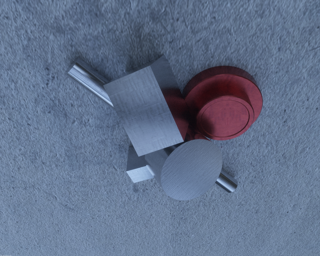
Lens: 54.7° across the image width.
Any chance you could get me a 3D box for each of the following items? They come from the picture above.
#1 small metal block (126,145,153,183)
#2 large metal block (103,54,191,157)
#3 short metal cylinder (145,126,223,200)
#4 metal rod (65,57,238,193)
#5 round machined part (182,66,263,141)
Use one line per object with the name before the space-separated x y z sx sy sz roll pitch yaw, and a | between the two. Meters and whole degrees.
small metal block | -0.017 0.043 0.430 0.050 0.050 0.025 -17 128 13
large metal block | -0.008 -0.028 0.335 0.050 0.080 0.080 -20 106 17
short metal cylinder | 0.028 0.040 0.378 0.081 0.050 0.079 -10 115 -21
metal rod | 0.006 0.010 0.418 0.025 0.025 0.301 -37 122 27
round machined part | 0.076 -0.023 0.378 0.099 0.042 0.097 -1 130 0
